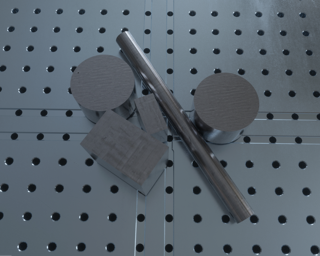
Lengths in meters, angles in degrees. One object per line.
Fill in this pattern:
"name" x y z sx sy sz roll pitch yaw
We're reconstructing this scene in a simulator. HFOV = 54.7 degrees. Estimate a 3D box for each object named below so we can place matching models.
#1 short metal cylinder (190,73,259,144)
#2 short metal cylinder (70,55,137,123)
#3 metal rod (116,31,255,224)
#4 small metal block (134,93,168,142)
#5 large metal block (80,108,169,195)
"short metal cylinder" 0.082 -0.025 0.404 0.081 0.050 0.080 0 70 0
"short metal cylinder" -0.072 -0.050 0.412 0.081 0.050 0.080 0 70 0
"metal rod" 0.024 -0.013 0.412 0.025 0.025 0.299 -30 73 -10
"small metal block" -0.011 -0.009 0.397 0.025 0.050 0.050 -20 72 -7
"large metal block" -0.037 0.032 0.366 0.080 0.080 0.050 32 74 11
